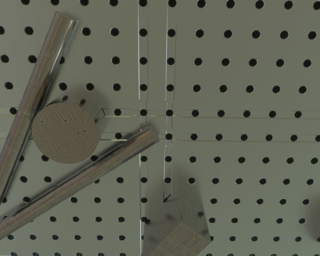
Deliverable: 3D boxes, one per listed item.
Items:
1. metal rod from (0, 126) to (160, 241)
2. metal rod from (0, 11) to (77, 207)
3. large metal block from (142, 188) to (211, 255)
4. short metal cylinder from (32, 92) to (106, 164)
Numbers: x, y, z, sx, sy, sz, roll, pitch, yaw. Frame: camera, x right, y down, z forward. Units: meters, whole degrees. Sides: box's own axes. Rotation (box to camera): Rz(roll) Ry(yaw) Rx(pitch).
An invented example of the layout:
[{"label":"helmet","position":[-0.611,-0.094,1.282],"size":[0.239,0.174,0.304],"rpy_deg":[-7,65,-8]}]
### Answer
[{"label":"metal rod","position":[-0.132,0.086,0.443],"size":[0.300,0.025,0.025],"rpy_deg":[-32,107,11]},{"label":"metal rod","position":[-0.180,-0.007,0.408],"size":[0.025,0.025,0.298],"rpy_deg":[26,108,-10]},{"label":"large metal block","position":[0.021,0.146,0.438],"size":[0.050,0.080,0.080],"rpy_deg":[37,106,-13]},{"label":"short metal cylinder","position":[-0.115,-0.001,0.399],"size":[0.081,0.050,0.079],"rpy_deg":[0,110,0]}]
